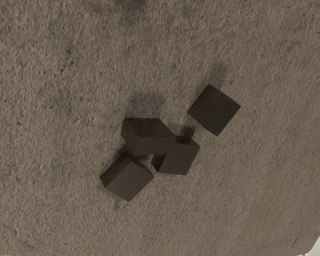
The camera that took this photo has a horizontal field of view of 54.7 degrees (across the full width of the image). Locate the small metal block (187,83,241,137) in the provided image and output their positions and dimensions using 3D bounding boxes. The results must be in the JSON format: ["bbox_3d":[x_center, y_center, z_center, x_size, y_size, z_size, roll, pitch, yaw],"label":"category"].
[{"bbox_3d":[0.071,-0.025,0.416,0.025,0.050,0.050,29,102,-38],"label":"small metal block"}]

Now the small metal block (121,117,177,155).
[{"bbox_3d":[-0.015,0.010,0.390,0.050,0.050,0.025,1,118,-29],"label":"small metal block"}]

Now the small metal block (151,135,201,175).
[{"bbox_3d":[0.022,0.038,0.445,0.050,0.025,0.050,11,113,-34],"label":"small metal block"}]

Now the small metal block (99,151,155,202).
[{"bbox_3d":[-0.045,0.067,0.426,0.050,0.025,0.050,-45,130,3],"label":"small metal block"}]
